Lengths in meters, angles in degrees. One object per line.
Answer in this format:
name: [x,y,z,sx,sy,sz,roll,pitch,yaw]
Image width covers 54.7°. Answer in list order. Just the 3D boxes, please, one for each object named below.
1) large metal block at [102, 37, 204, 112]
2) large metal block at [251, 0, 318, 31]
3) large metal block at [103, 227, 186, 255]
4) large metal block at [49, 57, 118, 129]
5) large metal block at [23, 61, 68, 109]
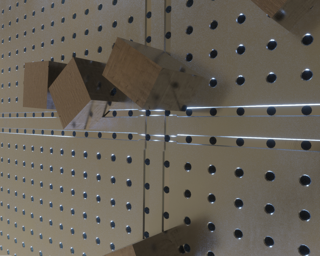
large metal block: [-0.008,-0.064,0.379,0.080,0.081,0.050,41,115,32]
large metal block: [0.118,-0.155,0.295,0.080,0.050,0.080,-49,61,28]
large metal block: [-0.024,0.170,0.391,0.080,0.081,0.050,-34,69,34]
large metal block: [-0.124,-0.053,0.493,0.080,0.050,0.080,-39,66,33]
large metal block: [-0.200,-0.075,0.555,0.080,0.050,0.079,6,94,39]
